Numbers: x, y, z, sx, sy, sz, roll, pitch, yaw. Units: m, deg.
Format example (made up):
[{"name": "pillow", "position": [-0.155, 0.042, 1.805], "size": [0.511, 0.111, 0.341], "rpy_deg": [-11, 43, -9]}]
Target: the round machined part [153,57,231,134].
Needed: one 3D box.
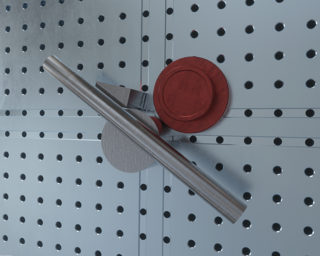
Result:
[{"name": "round machined part", "position": [0.037, -0.041, 0.390], "size": [0.098, 0.042, 0.097], "rpy_deg": [0, 90, 19]}]

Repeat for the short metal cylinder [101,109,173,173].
[{"name": "short metal cylinder", "position": [-0.029, 0.016, 0.409], "size": [0.080, 0.050, 0.079], "rpy_deg": [0, 90, 19]}]

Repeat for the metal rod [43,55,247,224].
[{"name": "metal rod", "position": [-0.029, 0.004, 0.368], "size": [0.300, 0.025, 0.025], "rpy_deg": [38, 102, 15]}]

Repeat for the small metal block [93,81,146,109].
[{"name": "small metal block", "position": [-0.054, -0.043, 0.417], "size": [0.050, 0.050, 0.025], "rpy_deg": [15, 95, 19]}]
